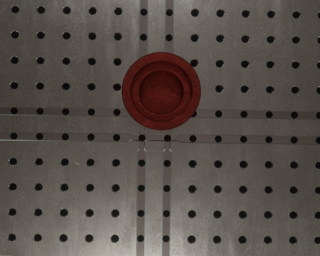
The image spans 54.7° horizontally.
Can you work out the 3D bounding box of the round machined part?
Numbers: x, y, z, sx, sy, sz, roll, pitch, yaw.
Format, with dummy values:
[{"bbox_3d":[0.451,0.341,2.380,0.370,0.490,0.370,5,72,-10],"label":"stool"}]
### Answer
[{"bbox_3d":[0.001,-0.046,0.405,0.099,0.042,0.097,0,90,-1],"label":"round machined part"}]
